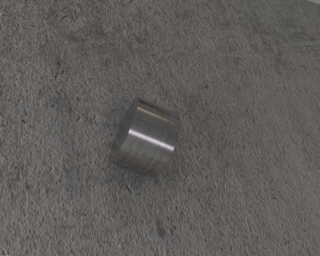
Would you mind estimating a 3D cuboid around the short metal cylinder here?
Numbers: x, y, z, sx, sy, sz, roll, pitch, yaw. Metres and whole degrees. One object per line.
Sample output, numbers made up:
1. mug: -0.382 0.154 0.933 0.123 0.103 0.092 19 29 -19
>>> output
1. short metal cylinder: -0.018 0.011 0.352 0.050 0.080 0.080 24 53 -14
